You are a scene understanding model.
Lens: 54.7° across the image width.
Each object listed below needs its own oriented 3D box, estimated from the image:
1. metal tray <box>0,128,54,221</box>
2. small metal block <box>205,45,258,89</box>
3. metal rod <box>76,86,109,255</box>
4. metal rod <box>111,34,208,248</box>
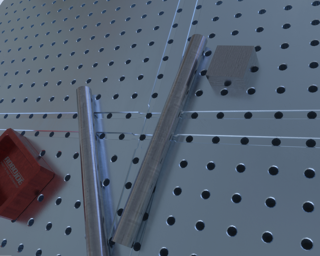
[{"bbox_3d":[-0.232,0.067,0.482,0.130,0.030,0.090,35,81,38],"label":"metal tray"},{"bbox_3d":[0.095,-0.081,0.407,0.050,0.025,0.050,10,67,32],"label":"small metal block"},{"bbox_3d":[-0.094,0.057,0.420,0.025,0.025,0.299,-24,53,13],"label":"metal rod"},{"bbox_3d":[0.007,0.001,0.402,0.025,0.025,0.300,8,65,31],"label":"metal rod"}]
